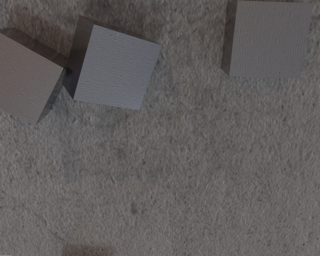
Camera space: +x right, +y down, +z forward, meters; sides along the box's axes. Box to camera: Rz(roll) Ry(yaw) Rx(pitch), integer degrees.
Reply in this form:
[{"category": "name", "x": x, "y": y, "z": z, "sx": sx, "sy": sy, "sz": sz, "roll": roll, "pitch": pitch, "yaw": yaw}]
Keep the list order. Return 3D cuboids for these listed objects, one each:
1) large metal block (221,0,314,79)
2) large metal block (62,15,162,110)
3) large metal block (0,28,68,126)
[{"category": "large metal block", "x": 0.120, "y": -0.103, "z": 0.360, "sx": 0.081, "sy": 0.050, "sz": 0.079, "roll": 2, "pitch": 110, "yaw": -1}, {"category": "large metal block", "x": -0.056, "y": -0.072, "z": 0.352, "sx": 0.081, "sy": 0.050, "sz": 0.079, "roll": 7, "pitch": 113, "yaw": -35}, {"category": "large metal block", "x": -0.162, "y": -0.062, "z": 0.371, "sx": 0.080, "sy": 0.050, "sz": 0.080, "roll": 29, "pitch": 107, "yaw": -11}]
